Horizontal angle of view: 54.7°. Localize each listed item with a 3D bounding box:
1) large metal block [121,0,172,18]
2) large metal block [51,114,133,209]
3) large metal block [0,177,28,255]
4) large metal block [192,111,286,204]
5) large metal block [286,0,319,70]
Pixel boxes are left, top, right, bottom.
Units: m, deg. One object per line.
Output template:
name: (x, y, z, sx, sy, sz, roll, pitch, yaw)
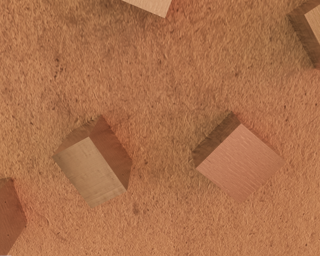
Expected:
large metal block: (-0.017, -0.173, 0.332, 0.080, 0.050, 0.079, 20, 109, -8)
large metal block: (-0.081, 0.039, 0.394, 0.050, 0.080, 0.080, -28, 108, 10)
large metal block: (-0.234, 0.125, 0.424, 0.050, 0.080, 0.079, -8, 110, 3)
large metal block: (0.101, 0.038, 0.411, 0.080, 0.050, 0.080, 39, 105, -13)
large metal block: (0.208, -0.119, 0.354, 0.080, 0.050, 0.080, -33, 107, 11)
